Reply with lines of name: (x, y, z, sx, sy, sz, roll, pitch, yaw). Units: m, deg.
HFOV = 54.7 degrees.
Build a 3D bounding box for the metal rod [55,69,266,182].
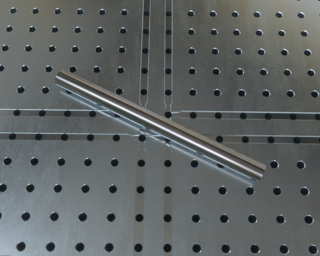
metal rod: (-0.006, -0.007, 0.414, 0.301, 0.025, 0.025, 26, 72, 8)
